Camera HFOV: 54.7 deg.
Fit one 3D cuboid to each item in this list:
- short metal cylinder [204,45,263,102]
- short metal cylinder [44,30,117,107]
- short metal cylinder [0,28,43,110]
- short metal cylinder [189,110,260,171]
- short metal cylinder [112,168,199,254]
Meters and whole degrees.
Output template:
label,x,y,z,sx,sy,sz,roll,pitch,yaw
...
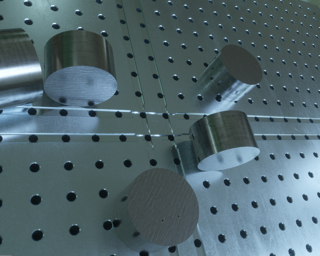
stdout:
label,x,y,z,sx,sy,sz,roll,pitch,yaw
short metal cylinder,0.120,-0.090,0.511,0.081,0.050,0.080,13,56,-21
short metal cylinder,-0.093,-0.067,0.364,0.081,0.080,0.050,3,60,-27
short metal cylinder,-0.163,-0.061,0.322,0.050,0.080,0.080,-20,72,-35
short metal cylinder,0.083,0.019,0.406,0.081,0.080,0.050,2,61,-27
short metal cylinder,-0.005,0.090,0.334,0.081,0.050,0.080,14,56,-21
